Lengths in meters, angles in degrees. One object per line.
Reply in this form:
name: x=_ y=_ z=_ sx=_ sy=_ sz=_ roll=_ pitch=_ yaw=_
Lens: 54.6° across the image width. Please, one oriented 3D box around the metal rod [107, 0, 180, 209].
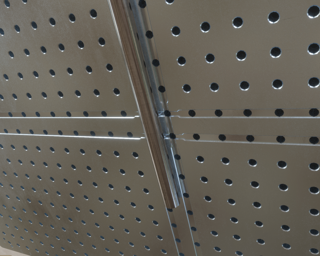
metal rod: x=-0.014 y=-0.016 z=0.410 sx=0.025 sy=0.025 sz=0.298 roll=0 pitch=119 yaw=28
